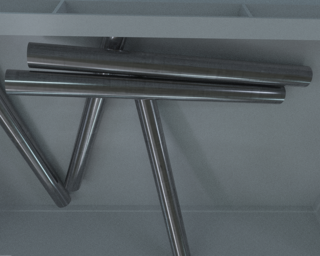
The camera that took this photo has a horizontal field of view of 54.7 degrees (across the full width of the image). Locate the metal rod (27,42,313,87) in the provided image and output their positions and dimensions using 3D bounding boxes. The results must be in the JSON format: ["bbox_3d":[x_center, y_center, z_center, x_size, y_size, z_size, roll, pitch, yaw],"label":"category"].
[{"bbox_3d":[0.022,-0.065,0.331,0.302,0.025,0.025,2,131,-12],"label":"metal rod"}]

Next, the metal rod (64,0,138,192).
[{"bbox_3d":[-0.085,-0.018,0.392,0.025,0.025,0.298,15,128,-13],"label":"metal rod"}]

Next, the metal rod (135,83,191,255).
[{"bbox_3d":[0.005,0.067,0.400,0.025,0.025,0.298,-10,109,8],"label":"metal rod"}]

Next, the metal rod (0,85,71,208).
[{"bbox_3d":[-0.188,0.009,0.414,0.025,0.025,0.298,-9,130,7],"label":"metal rod"}]

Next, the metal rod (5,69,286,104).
[{"bbox_3d":[-0.001,-0.043,0.338,0.302,0.025,0.025,1,131,-15],"label":"metal rod"}]
